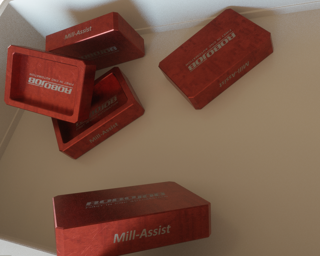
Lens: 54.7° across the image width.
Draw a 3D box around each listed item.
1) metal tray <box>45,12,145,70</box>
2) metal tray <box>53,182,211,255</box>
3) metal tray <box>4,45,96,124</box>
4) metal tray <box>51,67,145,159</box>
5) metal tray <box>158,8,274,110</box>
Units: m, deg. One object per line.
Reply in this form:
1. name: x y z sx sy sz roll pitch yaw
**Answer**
1. metal tray: -0.101 -0.129 0.491 0.130 0.090 0.030 -11 73 22
2. metal tray: -0.030 0.082 0.291 0.090 0.131 0.030 -169 77 -69
3. metal tray: -0.164 -0.066 0.457 0.130 0.030 0.089 15 104 15
4. metal tray: -0.097 -0.024 0.466 0.130 0.030 0.090 -33 52 6
5. metal tray: 0.073 -0.096 0.422 0.130 0.030 0.090 -38 51 1
